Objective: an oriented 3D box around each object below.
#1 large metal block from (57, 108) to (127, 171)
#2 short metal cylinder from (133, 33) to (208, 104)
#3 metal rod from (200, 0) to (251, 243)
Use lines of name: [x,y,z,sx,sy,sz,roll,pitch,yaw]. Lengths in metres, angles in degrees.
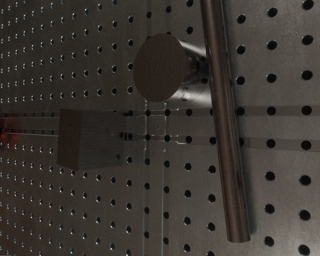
large metal block: [-0.098,0.015,0.452,0.050,0.081,0.079,8,95,39]
short metal cylinder: [0.014,-0.070,0.380,0.080,0.050,0.079,0,90,39]
metal rod: [0.071,-0.027,0.349,0.025,0.025,0.298,-10,84,39]
